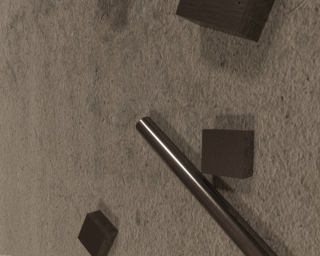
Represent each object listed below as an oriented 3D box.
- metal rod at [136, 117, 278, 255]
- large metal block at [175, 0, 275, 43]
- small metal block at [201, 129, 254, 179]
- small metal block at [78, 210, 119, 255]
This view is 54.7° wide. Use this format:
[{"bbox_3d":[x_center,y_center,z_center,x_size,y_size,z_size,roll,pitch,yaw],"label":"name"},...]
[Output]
[{"bbox_3d":[0.066,0.090,0.348,0.300,0.025,0.025,47,118,29],"label":"metal rod"},{"bbox_3d":[0.074,-0.145,0.327,0.080,0.050,0.079,31,109,35],"label":"large metal block"},{"bbox_3d":[0.074,0.027,0.342,0.050,0.025,0.050,3,92,39],"label":"small metal block"},{"bbox_3d":[-0.097,0.166,0.483,0.050,0.025,0.050,36,112,33],"label":"small metal block"}]
